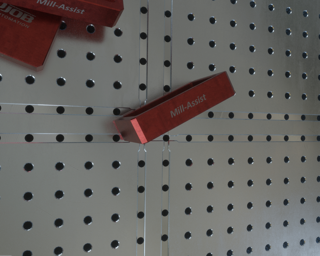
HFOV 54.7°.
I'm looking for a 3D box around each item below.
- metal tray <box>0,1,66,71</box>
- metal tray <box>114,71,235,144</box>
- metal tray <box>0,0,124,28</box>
[{"bbox_3d":[-0.180,-0.130,0.343,0.131,0.030,0.090,22,83,-19],"label":"metal tray"},{"bbox_3d":[0.016,-0.025,0.384,0.131,0.090,0.030,-28,100,-18],"label":"metal tray"},{"bbox_3d":[-0.109,-0.169,0.342,0.131,0.030,0.090,5,64,-28],"label":"metal tray"}]
